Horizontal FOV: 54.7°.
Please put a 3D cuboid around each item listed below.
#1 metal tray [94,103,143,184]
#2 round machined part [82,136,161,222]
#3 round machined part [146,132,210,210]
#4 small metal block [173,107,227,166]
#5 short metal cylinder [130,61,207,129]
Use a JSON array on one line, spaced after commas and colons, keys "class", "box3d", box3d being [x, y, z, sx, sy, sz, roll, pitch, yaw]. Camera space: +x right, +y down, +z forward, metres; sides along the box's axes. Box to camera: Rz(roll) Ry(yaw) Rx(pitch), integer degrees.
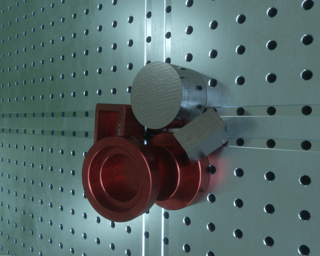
[{"class": "metal tray", "box3d": [-0.063, 0.031, 0.441, 0.090, 0.030, 0.129, 8, 95, 54]}, {"class": "round machined part", "box3d": [-0.042, 0.058, 0.368, 0.098, 0.042, 0.097, 1, 92, 29]}, {"class": "round machined part", "box3d": [0.009, 0.054, 0.388, 0.098, 0.042, 0.097, 0, 90, 39]}, {"class": "small metal block", "box3d": [0.046, 0.011, 0.341, 0.050, 0.050, 0.025, -34, 64, -4]}, {"class": "short metal cylinder", "box3d": [0.010, -0.039, 0.383, 0.080, 0.050, 0.079, 0, 90, 39]}]
